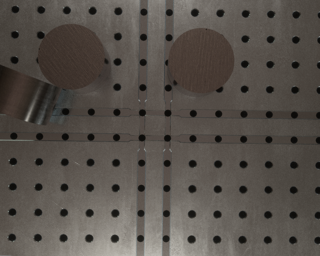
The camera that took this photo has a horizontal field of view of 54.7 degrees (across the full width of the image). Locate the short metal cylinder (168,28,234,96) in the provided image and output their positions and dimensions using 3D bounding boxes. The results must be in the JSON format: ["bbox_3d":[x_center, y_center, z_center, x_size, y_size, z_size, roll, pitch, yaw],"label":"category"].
[{"bbox_3d":[0.050,-0.082,0.402,0.081,0.050,0.079,0,90,-1],"label":"short metal cylinder"}]

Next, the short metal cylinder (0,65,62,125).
[{"bbox_3d":[-0.170,-0.041,0.384,0.080,0.080,0.050,21,90,-1],"label":"short metal cylinder"}]

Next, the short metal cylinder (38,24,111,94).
[{"bbox_3d":[-0.107,-0.086,0.399,0.081,0.050,0.079,0,90,-1],"label":"short metal cylinder"}]
